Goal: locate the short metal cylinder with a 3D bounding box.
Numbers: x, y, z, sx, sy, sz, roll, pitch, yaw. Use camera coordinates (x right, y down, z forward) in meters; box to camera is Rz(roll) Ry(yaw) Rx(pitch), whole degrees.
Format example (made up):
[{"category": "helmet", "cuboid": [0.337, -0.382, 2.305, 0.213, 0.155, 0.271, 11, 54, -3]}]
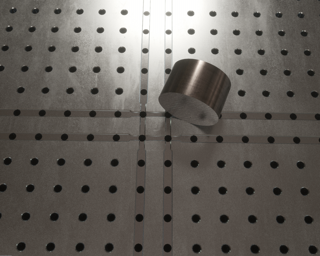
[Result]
[{"category": "short metal cylinder", "cuboid": [0.045, -0.044, 0.399, 0.080, 0.080, 0.050, 21, 72, 7]}]
